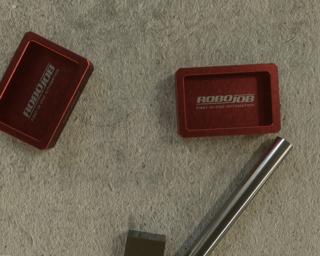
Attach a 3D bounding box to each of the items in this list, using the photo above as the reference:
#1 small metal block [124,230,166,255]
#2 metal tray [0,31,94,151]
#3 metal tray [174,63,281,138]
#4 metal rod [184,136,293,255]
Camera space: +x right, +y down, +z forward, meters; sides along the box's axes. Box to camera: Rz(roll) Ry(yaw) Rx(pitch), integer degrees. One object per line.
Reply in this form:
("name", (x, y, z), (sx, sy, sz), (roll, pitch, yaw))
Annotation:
("small metal block", (-0.021, 0.167, 0.410), (0.050, 0.025, 0.050), (9, 90, -1))
("metal tray", (-0.157, -0.047, 0.405), (0.090, 0.030, 0.130), (27, 90, -1))
("metal tray", (0.087, -0.035, 0.408), (0.131, 0.030, 0.089), (-3, 90, -1))
("metal rod", (0.074, 0.136, 0.411), (0.025, 0.025, 0.300), (38, 90, -1))
